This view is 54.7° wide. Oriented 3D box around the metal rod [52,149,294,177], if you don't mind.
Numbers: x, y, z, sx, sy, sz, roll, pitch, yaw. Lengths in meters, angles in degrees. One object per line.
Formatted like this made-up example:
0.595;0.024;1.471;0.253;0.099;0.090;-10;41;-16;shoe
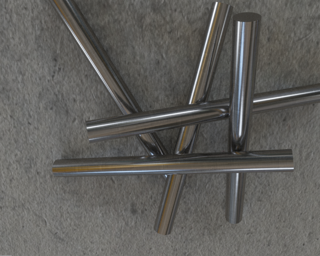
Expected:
0.001;0.046;0.383;0.301;0.025;0.025;-4;111;18;metal rod

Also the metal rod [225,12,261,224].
0.094;0.017;0.369;0.025;0.025;0.298;-6;128;2;metal rod

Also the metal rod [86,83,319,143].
0.068;-0.021;0.366;0.302;0.025;0.025;-10;111;-12;metal rod

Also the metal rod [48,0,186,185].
-0.048;-0.040;0.394;0.025;0.025;0.299;-28;108;9;metal rod

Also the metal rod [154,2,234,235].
0.038;-0.001;0.392;0.025;0.025;0.298;13;103;-5;metal rod
